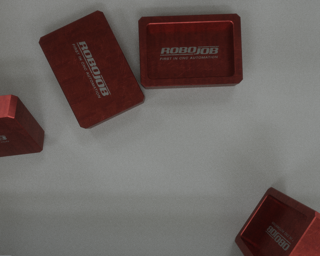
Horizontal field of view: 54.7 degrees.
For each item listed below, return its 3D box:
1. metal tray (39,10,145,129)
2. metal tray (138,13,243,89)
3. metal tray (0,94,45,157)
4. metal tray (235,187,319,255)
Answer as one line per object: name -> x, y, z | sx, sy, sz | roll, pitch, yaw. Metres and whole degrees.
metal tray -> -0.087, -0.075, 0.408 | 0.090, 0.030, 0.129 | -26, 90, -1
metal tray -> 0.039, -0.100, 0.409 | 0.131, 0.030, 0.089 | -2, 90, -1
metal tray -> -0.221, 0.004, 0.374 | 0.131, 0.090, 0.030 | -7, 60, -1
metal tray -> 0.139, 0.126, 0.361 | 0.030, 0.130, 0.090 | 34, 90, 0
